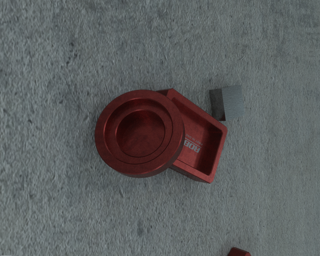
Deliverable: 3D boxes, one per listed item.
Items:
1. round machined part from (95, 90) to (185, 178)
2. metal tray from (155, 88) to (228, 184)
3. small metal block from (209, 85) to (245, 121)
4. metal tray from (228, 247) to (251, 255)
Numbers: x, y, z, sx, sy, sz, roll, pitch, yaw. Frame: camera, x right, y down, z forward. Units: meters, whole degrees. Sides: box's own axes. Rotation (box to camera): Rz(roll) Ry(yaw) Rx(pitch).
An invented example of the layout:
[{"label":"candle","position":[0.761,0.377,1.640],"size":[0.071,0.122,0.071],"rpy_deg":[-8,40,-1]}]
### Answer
[{"label":"round machined part","position":[-0.020,0.009,0.353],"size":[0.042,0.098,0.098],"rpy_deg":[62,45,-67]},{"label":"metal tray","position":[0.035,0.014,0.430],"size":[0.131,0.030,0.090],"rpy_deg":[31,71,-36]},{"label":"small metal block","position":[0.108,-0.040,0.495],"size":[0.050,0.025,0.050],"rpy_deg":[-15,100,-39]},{"label":"metal tray","position":[0.116,0.274,0.499],"size":[0.131,0.030,0.090],"rpy_deg":[-46,118,-30]}]
